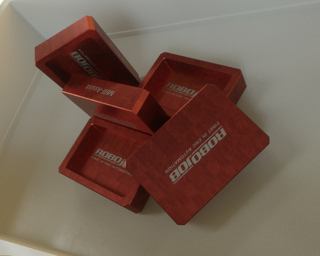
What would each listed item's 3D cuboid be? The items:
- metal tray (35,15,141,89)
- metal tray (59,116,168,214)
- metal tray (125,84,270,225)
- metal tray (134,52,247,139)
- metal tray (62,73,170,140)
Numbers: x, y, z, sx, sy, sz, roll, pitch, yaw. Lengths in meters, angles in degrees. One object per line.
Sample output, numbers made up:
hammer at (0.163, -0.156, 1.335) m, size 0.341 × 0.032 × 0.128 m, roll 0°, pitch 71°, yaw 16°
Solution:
metal tray at (-0.095, -0.081, 0.433) m, size 0.090 × 0.130 × 0.030 m, roll -27°, pitch 53°, yaw 12°
metal tray at (-0.061, 0.043, 0.403) m, size 0.130 × 0.030 × 0.090 m, roll 17°, pitch 70°, yaw 34°
metal tray at (0.039, 0.028, 0.337) m, size 0.130 × 0.030 × 0.090 m, roll -43°, pitch 80°, yaw -2°
metal tray at (0.034, -0.047, 0.410) m, size 0.130 × 0.030 × 0.090 m, roll 23°, pitch 74°, yaw 36°
metal tray at (-0.053, -0.024, 0.401) m, size 0.130 × 0.090 × 0.030 m, roll 17°, pitch 71°, yaw 34°
